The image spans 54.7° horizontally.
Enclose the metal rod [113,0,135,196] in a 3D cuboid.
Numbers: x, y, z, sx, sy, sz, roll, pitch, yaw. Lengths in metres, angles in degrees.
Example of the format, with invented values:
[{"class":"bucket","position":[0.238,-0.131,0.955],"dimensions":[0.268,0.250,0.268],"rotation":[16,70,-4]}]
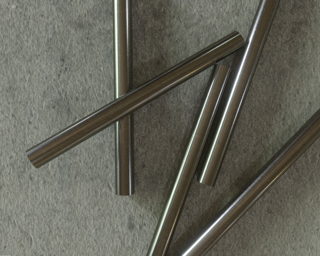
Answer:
[{"class":"metal rod","position":[-0.048,-0.062,0.409],"dimensions":[0.025,0.025,0.298],"rotation":[-1,90,-1]}]

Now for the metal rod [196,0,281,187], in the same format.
[{"class":"metal rod","position":[0.110,-0.067,0.411],"dimensions":[0.025,0.025,0.299],"rotation":[20,90,-1]}]

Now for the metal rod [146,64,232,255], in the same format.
[{"class":"metal rod","position":[0.034,0.061,0.410],"dimensions":[0.025,0.025,0.299],"rotation":[20,90,-1]}]

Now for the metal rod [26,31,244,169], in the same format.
[{"class":"metal rod","position":[-0.023,-0.040,0.387],"dimensions":[0.301,0.025,0.025],"rotation":[-31,90,-9]}]

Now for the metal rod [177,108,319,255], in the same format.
[{"class":"metal rod","position":[0.121,0.086,0.411],"dimensions":[0.025,0.025,0.300],"rotation":[44,90,-1]}]
